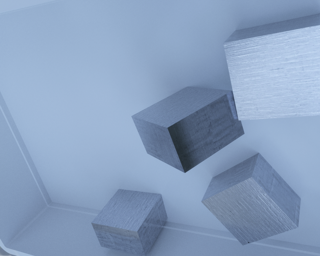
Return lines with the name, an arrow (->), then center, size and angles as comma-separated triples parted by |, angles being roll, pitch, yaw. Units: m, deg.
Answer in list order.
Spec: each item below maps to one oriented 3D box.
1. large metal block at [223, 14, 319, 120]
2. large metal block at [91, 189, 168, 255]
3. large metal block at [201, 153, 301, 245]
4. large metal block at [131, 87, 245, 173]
large metal block -> 0.114, -0.056, 0.297 | 0.080, 0.050, 0.080 | -3, 117, 29
large metal block -> -0.045, 0.144, 0.484 | 0.080, 0.080, 0.050 | 1, 119, 27
large metal block -> 0.114, 0.090, 0.388 | 0.080, 0.050, 0.080 | 47, 129, -5
large metal block -> 0.028, -0.004, 0.335 | 0.080, 0.081, 0.050 | 19, 134, 59
